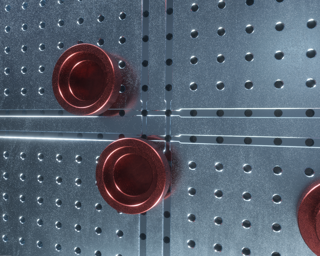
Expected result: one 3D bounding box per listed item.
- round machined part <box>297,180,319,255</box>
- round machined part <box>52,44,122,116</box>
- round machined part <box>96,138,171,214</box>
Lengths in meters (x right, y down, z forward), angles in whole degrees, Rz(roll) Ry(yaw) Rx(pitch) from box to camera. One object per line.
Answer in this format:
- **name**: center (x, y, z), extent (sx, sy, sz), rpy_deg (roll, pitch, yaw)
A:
- **round machined part**: center (0.202, 0.103, 0.333), extent (0.098, 0.042, 0.097), rpy_deg (0, 90, 19)
- **round machined part**: center (-0.098, -0.065, 0.437), extent (0.098, 0.042, 0.097), rpy_deg (0, 90, 19)
- **round machined part**: center (-0.032, 0.061, 0.414), extent (0.098, 0.042, 0.097), rpy_deg (0, 90, 19)
